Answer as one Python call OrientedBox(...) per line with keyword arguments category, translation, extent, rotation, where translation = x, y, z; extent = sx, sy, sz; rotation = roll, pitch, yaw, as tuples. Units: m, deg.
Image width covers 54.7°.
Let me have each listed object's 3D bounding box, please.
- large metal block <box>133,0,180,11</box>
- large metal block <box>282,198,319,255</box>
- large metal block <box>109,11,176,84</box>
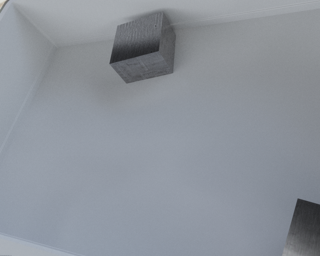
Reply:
OrientedBox(category="large metal block", translation=(-0.013, -0.255, 0.536), extent=(0.080, 0.080, 0.050), rotation=(7, 66, 31))
OrientedBox(category="large metal block", translation=(0.143, 0.100, 0.234), extent=(0.080, 0.080, 0.050), rotation=(12, 68, 33))
OrientedBox(category="large metal block", translation=(-0.024, -0.122, 0.478), extent=(0.080, 0.050, 0.080), rotation=(-9, 58, 23))
